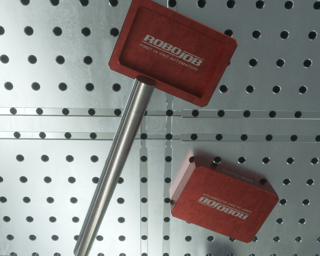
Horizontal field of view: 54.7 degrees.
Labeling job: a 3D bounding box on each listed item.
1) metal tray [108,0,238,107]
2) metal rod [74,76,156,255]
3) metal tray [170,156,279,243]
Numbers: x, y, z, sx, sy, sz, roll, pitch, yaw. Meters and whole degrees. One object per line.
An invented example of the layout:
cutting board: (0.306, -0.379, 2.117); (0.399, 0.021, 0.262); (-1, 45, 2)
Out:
metal tray: (0.015, -0.091, 0.377); (0.131, 0.030, 0.089); (22, 109, -8)
metal rod: (-0.069, 0.069, 0.421); (0.025, 0.025, 0.298); (20, 115, -7)
metal tray: (0.092, 0.106, 0.450); (0.131, 0.030, 0.089); (22, 108, -8)
